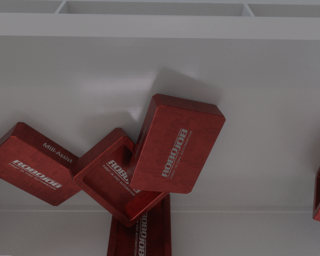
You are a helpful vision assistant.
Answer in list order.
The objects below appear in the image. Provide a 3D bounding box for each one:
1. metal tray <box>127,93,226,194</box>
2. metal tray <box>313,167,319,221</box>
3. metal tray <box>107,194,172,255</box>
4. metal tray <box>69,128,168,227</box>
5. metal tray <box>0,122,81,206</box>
[{"bbox_3d":[0.017,0.026,0.403,0.091,0.030,0.129,9,119,-20],"label":"metal tray"},{"bbox_3d":[0.242,0.057,0.414,0.030,0.090,0.129,16,133,18],"label":"metal tray"},{"bbox_3d":[-0.029,0.159,0.475,0.091,0.130,0.030,1,130,-1],"label":"metal tray"},{"bbox_3d":[-0.051,0.073,0.441,0.090,0.030,0.130,-41,124,-5],"label":"metal tray"},{"bbox_3d":[-0.176,0.058,0.453,0.090,0.030,0.130,-35,122,26],"label":"metal tray"}]
